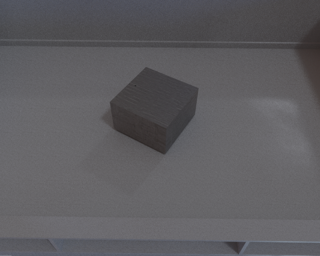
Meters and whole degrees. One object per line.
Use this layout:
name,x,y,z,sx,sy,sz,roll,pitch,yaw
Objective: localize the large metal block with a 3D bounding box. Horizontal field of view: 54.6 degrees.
large metal block,-0.006,-0.025,0.406,0.080,0.050,0.080,25,54,19
